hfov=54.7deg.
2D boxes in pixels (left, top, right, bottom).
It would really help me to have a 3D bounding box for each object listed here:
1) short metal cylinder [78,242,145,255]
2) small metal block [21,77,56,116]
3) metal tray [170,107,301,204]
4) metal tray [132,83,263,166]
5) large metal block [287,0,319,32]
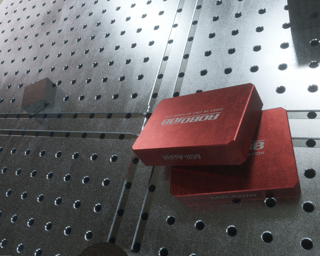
[{"bbox_3d":[-0.049,0.163,0.317,0.080,0.050,0.080,-13,56,21],"label":"short metal cylinder"},{"bbox_3d":[-0.216,-0.056,0.553,0.050,0.025,0.050,-19,54,16],"label":"small metal block"},{"bbox_3d":[0.078,0.032,0.343,0.130,0.030,0.090,-10,57,22],"label":"metal tray"},{"bbox_3d":[0.040,-0.001,0.350,0.130,0.030,0.090,-7,41,39],"label":"metal tray"},{"bbox_3d":[0.188,-0.182,0.386,0.050,0.080,0.080,-1,61,27],"label":"large metal block"}]
